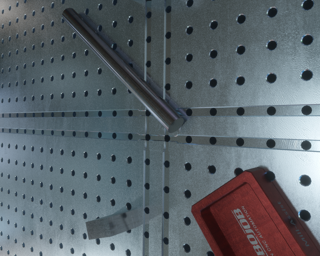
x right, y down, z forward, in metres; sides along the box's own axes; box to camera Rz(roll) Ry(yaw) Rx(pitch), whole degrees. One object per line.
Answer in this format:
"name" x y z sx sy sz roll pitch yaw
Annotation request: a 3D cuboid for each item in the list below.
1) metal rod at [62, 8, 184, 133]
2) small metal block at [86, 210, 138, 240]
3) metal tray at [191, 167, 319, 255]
"metal rod" -0.069 -0.099 0.463 0.300 0.025 0.025 47 118 29
"small metal block" -0.070 0.140 0.448 0.050 0.050 0.025 -23 76 37
"metal tray" 0.100 0.118 0.322 0.090 0.030 0.130 -43 64 31
